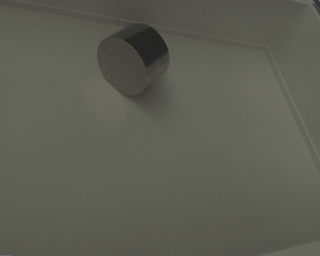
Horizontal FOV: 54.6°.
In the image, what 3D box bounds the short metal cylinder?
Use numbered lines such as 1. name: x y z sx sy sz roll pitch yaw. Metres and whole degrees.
1. short metal cylinder: -0.035 -0.090 0.406 0.080 0.080 0.050 44 51 2
